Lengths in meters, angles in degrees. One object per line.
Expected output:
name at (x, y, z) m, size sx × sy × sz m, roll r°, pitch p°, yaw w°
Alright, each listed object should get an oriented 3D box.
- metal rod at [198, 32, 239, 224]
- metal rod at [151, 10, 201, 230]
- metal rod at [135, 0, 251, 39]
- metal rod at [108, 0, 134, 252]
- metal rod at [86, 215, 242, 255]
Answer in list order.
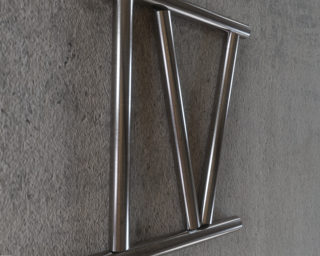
metal rod at (0.091, -0.005, 0.484) m, size 0.025 × 0.025 × 0.299 m, roll 17°, pitch 79°, yaw -39°
metal rod at (0.024, -0.005, 0.427) m, size 0.025 × 0.025 × 0.298 m, roll -15°, pitch 100°, yaw -39°
metal rod at (0.030, -0.167, 0.433) m, size 0.302 × 0.025 × 0.025 m, roll 1°, pitch 89°, yaw -40°
metal rod at (-0.046, -0.008, 0.368) m, size 0.025 × 0.025 × 0.298 m, roll 2°, pitch 89°, yaw -40°
metal rod at (0.011, 0.156, 0.417) m, size 0.302 × 0.025 × 0.025 m, roll 1°, pitch 89°, yaw -40°
